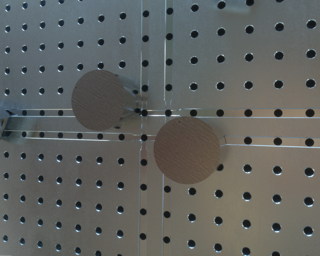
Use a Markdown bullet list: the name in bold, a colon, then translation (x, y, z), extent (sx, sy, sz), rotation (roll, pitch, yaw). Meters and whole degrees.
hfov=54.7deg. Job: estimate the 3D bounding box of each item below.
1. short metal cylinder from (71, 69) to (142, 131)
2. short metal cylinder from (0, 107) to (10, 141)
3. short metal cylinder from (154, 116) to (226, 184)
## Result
- **short metal cylinder**: translation (-0.072, -0.036, 0.423), extent (0.080, 0.050, 0.079), rotation (0, 90, 19)
- **short metal cylinder**: translation (-0.285, -0.009, 0.481), extent (0.080, 0.080, 0.050), rotation (28, 99, 17)
- **short metal cylinder**: translation (0.039, 0.026, 0.385), extent (0.080, 0.050, 0.079), rotation (0, 90, 19)
